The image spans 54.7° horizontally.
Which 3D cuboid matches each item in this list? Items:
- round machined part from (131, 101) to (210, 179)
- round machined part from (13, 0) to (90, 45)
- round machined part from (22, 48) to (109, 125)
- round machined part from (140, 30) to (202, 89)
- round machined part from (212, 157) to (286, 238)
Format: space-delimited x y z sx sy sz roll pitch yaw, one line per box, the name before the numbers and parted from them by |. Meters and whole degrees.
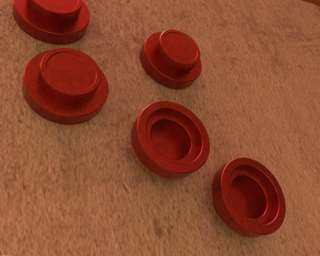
round machined part | 0.010 0.018 0.389 0.099 0.042 0.098 14 56 -21
round machined part | -0.143 -0.164 0.417 0.099 0.042 0.098 14 56 -21
round machined part | -0.109 -0.056 0.369 0.099 0.042 0.098 14 56 -21
round machined part | 0.022 -0.111 0.475 0.099 0.042 0.098 14 56 -21
round machined part | 0.108 0.091 0.398 0.099 0.042 0.098 14 56 -21
